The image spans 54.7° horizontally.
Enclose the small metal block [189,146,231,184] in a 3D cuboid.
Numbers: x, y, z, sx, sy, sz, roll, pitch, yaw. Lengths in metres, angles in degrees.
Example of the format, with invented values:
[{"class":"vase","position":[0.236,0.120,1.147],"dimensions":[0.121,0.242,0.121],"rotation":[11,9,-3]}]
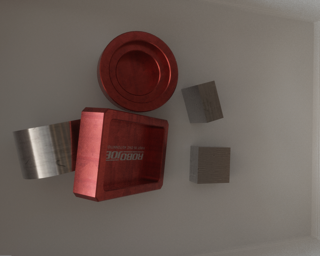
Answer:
[{"class":"small metal block","position":[0.071,0.051,0.438],"dimensions":[0.050,0.025,0.050],"rotation":[2,89,-21]}]

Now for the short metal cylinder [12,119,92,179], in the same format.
[{"class":"short metal cylinder","position":[-0.113,0.020,0.340],"dimensions":[0.081,0.080,0.050],"rotation":[-12,95,-20]}]

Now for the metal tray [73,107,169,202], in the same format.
[{"class":"metal tray","position":[-0.037,0.029,0.354],"dimensions":[0.131,0.030,0.089],"rotation":[9,86,-60]}]

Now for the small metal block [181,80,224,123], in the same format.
[{"class":"small metal block","position":[0.056,-0.034,0.419],"dimensions":[0.025,0.050,0.050],"rotation":[-17,96,-20]}]

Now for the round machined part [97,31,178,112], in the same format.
[{"class":"round machined part","position":[-0.030,-0.068,0.391],"dimensions":[0.099,0.042,0.097],"rotation":[0,90,-21]}]
